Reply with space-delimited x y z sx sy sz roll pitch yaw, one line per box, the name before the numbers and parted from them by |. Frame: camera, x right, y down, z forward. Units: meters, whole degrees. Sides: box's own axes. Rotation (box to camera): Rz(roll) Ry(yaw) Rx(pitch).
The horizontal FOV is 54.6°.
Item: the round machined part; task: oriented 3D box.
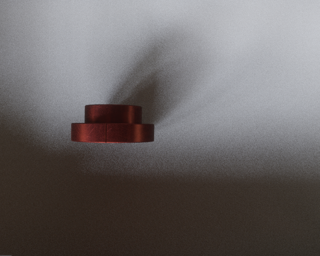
round machined part | -0.056 -0.006 0.374 0.099 0.098 0.042 1 90 0
